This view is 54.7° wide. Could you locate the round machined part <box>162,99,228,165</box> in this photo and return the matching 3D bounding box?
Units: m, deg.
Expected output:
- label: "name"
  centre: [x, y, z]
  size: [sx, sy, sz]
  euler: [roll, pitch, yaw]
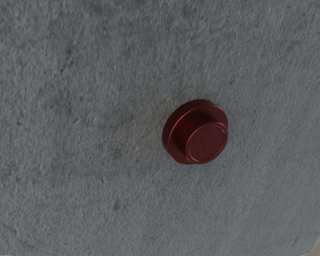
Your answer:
- label: "round machined part"
  centre: [0.056, 0.012, 0.436]
  size: [0.099, 0.042, 0.097]
  euler: [-14, 125, -21]
